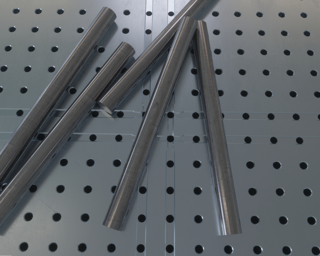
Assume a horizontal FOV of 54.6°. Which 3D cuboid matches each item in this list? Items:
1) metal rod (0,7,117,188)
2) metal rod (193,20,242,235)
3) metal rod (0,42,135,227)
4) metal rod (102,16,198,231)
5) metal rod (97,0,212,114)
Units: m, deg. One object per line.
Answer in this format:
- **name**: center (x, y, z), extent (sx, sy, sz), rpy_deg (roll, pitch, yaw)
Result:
- **metal rod**: center (-0.146, -0.051, 0.429), extent (0.025, 0.025, 0.300), rpy_deg (26, 72, 9)
- **metal rod**: center (0.071, -0.014, 0.417), extent (0.025, 0.025, 0.299), rpy_deg (-5, 70, -2)
- **metal rod**: center (-0.127, 0.002, 0.410), extent (0.025, 0.025, 0.300), rpy_deg (31, 73, 10)
- **metal rod**: center (-0.007, -0.017, 0.408), extent (0.025, 0.025, 0.299), rpy_deg (18, 75, 6)
- **metal rod**: center (0.016, -0.140, 0.462), extent (0.025, 0.025, 0.300), rpy_deg (36, 74, 12)
